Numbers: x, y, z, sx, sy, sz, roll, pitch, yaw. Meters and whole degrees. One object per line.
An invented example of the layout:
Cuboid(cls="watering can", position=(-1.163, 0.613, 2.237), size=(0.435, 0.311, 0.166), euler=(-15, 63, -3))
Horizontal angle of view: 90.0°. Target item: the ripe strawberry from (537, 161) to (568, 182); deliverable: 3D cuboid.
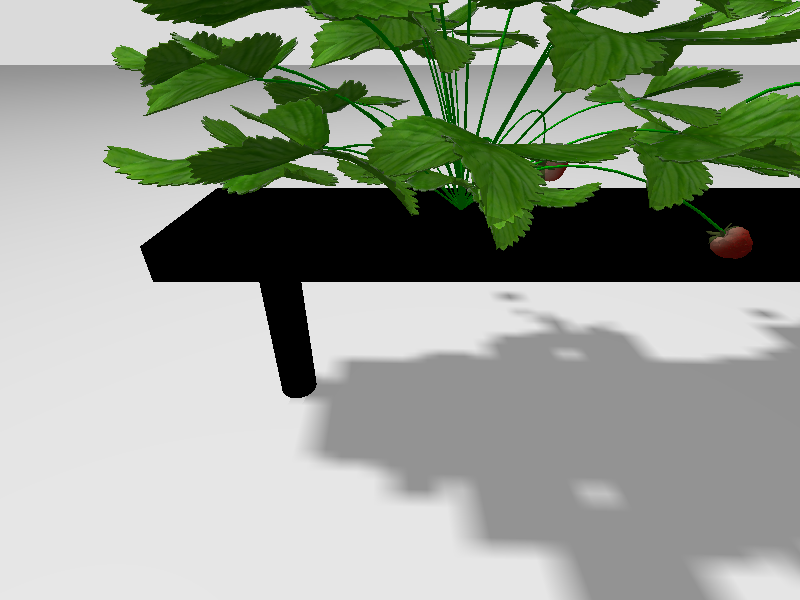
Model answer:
Cuboid(cls="ripe strawberry", position=(0.168, -0.151, 0.440), size=(0.039, 0.038, 0.036), euler=(-25, 40, -35))

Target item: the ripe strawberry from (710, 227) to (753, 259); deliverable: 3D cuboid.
Cuboid(cls="ripe strawberry", position=(0.225, -0.037, 0.271), size=(0.020, 0.022, 0.022), euler=(-42, -3, -47))
